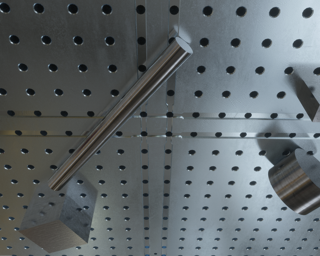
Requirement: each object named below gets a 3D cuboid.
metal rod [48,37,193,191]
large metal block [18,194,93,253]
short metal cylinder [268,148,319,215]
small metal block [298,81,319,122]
[{"bbox_3d":[-0.068,-0.001,0.409,0.025,0.025,0.299,32,123,-24],"label":"metal rod"},{"bbox_3d":[-0.177,0.167,0.535,0.080,0.050,0.080,-19,128,15],"label":"large metal block"},{"bbox_3d":[0.203,0.076,0.442,0.080,0.080,0.050,27,125,-21],"label":"short metal cylinder"},{"bbox_3d":[0.202,-0.032,0.370,0.050,0.050,0.025,1,130,-1],"label":"small metal block"}]
